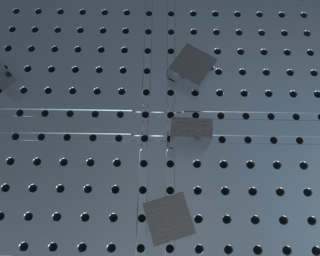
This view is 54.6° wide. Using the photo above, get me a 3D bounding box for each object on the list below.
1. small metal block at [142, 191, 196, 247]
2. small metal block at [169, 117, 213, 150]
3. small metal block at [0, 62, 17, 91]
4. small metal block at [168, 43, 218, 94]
[{"bbox_3d":[0.010,0.109,0.372,0.050,0.025,0.050,-16,71,-6],"label":"small metal block"},{"bbox_3d":[0.038,0.008,0.396,0.050,0.050,0.025,3,70,1],"label":"small metal block"},{"bbox_3d":[-0.233,-0.086,0.429,0.025,0.050,0.050,-42,75,-13],"label":"small metal block"},{"bbox_3d":[0.046,-0.085,0.443,0.050,0.025,0.050,32,73,11],"label":"small metal block"}]
